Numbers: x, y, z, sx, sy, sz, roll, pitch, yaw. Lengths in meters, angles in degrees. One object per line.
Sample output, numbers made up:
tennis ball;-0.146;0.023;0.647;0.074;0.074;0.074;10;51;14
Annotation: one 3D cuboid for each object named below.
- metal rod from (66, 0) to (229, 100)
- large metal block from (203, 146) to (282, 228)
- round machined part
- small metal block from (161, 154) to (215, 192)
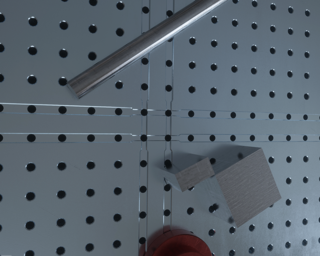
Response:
metal rod;0.010;-0.132;0.415;0.301;0.025;0.025;-37;102;-16
large metal block;0.113;0.080;0.441;0.081;0.050;0.080;-27;99;-18
round machined part;0.029;0.191;0.414;0.099;0.042;0.097;0;90;-20
small metal block;0.036;0.058;0.413;0.050;0.050;0.025;-25;99;-18
